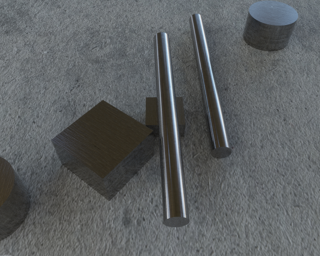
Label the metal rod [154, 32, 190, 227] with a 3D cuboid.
[{"bbox_3d":[0.009,-0.025,0.391,0.025,0.025,0.300,-2,50,-2],"label":"metal rod"}]

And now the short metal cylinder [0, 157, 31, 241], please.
[{"bbox_3d":[-0.185,0.074,0.323,0.081,0.050,0.080,0,50,0],"label":"short metal cylinder"}]

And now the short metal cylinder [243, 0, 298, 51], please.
[{"bbox_3d":[0.190,-0.178,0.538,0.081,0.050,0.080,0,50,0],"label":"short metal cylinder"}]

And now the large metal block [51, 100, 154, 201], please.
[{"bbox_3d":[-0.064,0.024,0.366,0.080,0.050,0.080,31,57,23],"label":"large metal block"}]

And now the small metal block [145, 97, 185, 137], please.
[{"bbox_3d":[0.006,-0.015,0.416,0.050,0.025,0.050,-1,50,-1],"label":"small metal block"}]

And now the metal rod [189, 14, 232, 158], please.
[{"bbox_3d":[0.071,-0.085,0.474,0.025,0.025,0.300,-1,50,-1],"label":"metal rod"}]
